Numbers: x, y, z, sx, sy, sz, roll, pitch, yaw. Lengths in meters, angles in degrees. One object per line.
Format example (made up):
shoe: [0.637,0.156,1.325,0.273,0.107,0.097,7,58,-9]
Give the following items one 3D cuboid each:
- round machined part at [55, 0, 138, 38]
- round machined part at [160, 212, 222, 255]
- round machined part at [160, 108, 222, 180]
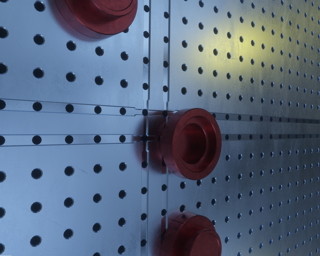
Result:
round machined part: [-0.064,-0.154,0.345,0.099,0.042,0.097,0,90,-40]
round machined part: [0.051,0.175,0.444,0.099,0.042,0.097,0,90,-40]
round machined part: [0.039,0.022,0.433,0.099,0.042,0.097,0,90,-40]
